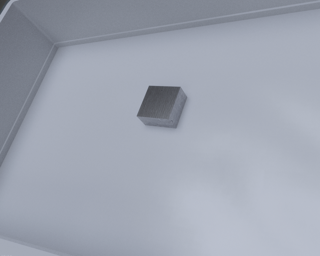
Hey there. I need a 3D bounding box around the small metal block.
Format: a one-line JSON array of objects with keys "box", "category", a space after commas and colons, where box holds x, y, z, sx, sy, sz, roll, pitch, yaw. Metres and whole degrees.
[{"box": [0.003, -0.029, 0.423, 0.050, 0.025, 0.050, 7, 65, 31], "category": "small metal block"}]
